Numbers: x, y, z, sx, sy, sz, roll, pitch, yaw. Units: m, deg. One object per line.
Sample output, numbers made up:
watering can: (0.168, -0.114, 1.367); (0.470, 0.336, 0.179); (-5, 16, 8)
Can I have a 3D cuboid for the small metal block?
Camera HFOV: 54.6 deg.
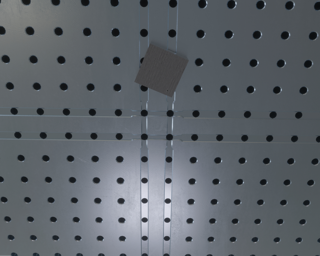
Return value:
small metal block: (0.002, -0.073, 0.386); (0.050, 0.025, 0.050); (22, 109, -8)
